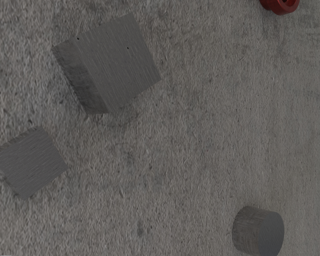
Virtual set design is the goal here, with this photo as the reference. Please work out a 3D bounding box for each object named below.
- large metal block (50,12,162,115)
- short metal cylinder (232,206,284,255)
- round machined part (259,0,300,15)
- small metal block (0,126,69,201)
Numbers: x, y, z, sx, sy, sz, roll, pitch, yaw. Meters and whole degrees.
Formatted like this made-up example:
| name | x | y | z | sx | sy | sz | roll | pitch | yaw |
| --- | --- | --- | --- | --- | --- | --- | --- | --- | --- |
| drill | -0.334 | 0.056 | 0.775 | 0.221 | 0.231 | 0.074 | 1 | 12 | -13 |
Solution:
| name | x | y | z | sx | sy | sz | roll | pitch | yaw |
| --- | --- | --- | --- | --- | --- | --- | --- | --- | --- |
| large metal block | -0.056 | -0.070 | 0.341 | 0.080 | 0.050 | 0.080 | -38 | 113 | -33 |
| short metal cylinder | 0.169 | 0.179 | 0.530 | 0.081 | 0.050 | 0.080 | 0 | 90 | -40 |
| round machined part | 0.216 | -0.258 | 0.574 | 0.099 | 0.042 | 0.097 | 0 | 90 | -40 |
| small metal block | -0.126 | 0.033 | 0.299 | 0.050 | 0.025 | 0.050 | -39 | 114 | -33 |
